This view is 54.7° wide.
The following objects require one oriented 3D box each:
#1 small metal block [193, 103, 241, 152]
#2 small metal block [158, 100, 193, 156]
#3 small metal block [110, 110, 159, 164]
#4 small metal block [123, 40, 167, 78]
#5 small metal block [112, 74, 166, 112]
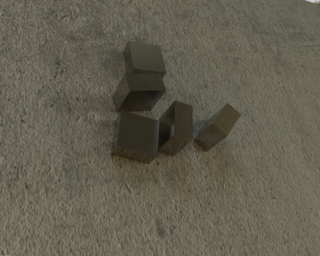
[{"bbox_3d":[0.079,-0.001,0.430,0.025,0.050,0.050,42,51,0],"label":"small metal block"},{"bbox_3d":[0.019,0.001,0.397,0.025,0.050,0.050,16,55,-19],"label":"small metal block"},{"bbox_3d":[-0.030,0.012,0.380,0.050,0.025,0.050,16,55,-19],"label":"small metal block"},{"bbox_3d":[-0.023,-0.096,0.450,0.050,0.025,0.050,2,61,-27],"label":"small metal block"},{"bbox_3d":[-0.028,-0.045,0.400,0.050,0.050,0.025,-5,64,-30],"label":"small metal block"}]
